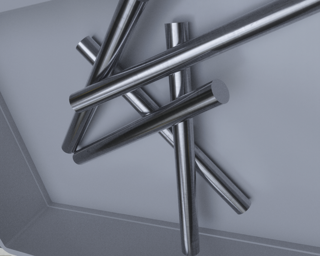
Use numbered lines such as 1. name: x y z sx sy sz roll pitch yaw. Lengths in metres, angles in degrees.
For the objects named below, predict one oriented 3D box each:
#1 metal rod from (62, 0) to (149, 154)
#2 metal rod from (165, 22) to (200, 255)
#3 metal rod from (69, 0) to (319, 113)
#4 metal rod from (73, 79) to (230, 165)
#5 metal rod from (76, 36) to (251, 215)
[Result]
1. metal rod: -0.084 -0.046 0.393 0.025 0.025 0.298 40 138 0
2. metal rod: 0.030 0.028 0.378 0.025 0.025 0.298 4 111 25
3. metal rod: 0.031 -0.075 0.310 0.300 0.025 0.025 -19 109 23
4. metal rod: -0.037 0.007 0.396 0.299 0.025 0.025 -24 106 47
5. metal rod: 0.008 -0.001 0.402 0.300 0.025 0.025 46 129 -4
